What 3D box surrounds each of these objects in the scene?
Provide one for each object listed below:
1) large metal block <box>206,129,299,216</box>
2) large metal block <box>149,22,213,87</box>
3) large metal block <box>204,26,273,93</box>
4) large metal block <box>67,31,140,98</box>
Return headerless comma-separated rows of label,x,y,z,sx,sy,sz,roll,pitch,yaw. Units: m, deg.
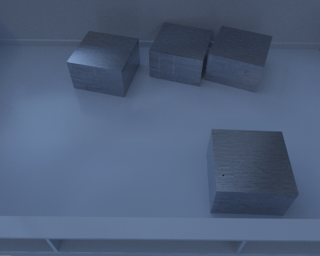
large metal block,0.098,0.049,0.349,0.081,0.050,0.080,2,50,1
large metal block,0.034,-0.117,0.488,0.080,0.050,0.080,13,51,10
large metal block,0.122,-0.109,0.482,0.080,0.050,0.080,17,52,13
large metal block,-0.082,-0.098,0.470,0.080,0.050,0.080,11,51,9
